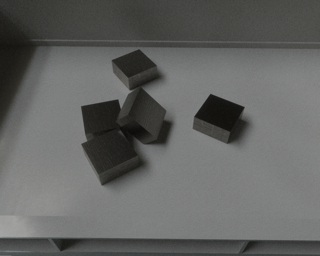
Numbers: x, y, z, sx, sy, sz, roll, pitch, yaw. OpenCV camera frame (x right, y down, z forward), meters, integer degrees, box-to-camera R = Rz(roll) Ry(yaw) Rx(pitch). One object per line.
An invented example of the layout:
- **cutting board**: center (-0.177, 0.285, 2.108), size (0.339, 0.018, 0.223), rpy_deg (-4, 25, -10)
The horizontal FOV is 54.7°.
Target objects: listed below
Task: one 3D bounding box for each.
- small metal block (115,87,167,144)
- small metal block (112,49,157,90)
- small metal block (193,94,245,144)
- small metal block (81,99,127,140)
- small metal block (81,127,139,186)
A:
- **small metal block**: center (-0.023, -0.016, 0.400), size (0.025, 0.050, 0.050), rpy_deg (-24, 35, 40)
- **small metal block**: center (-0.040, -0.091, 0.481), size (0.050, 0.025, 0.050), rpy_deg (-28, 55, -21)
- **small metal block**: center (0.079, -0.013, 0.417), size (0.050, 0.025, 0.050), rpy_deg (25, 54, 19)
- **small metal block**: center (-0.074, -0.008, 0.411), size (0.050, 0.025, 0.050), rpy_deg (-12, 51, -10)
- **small metal block**: center (-0.060, 0.033, 0.376), size (0.050, 0.025, 0.050), rpy_deg (-25, 55, -20)
